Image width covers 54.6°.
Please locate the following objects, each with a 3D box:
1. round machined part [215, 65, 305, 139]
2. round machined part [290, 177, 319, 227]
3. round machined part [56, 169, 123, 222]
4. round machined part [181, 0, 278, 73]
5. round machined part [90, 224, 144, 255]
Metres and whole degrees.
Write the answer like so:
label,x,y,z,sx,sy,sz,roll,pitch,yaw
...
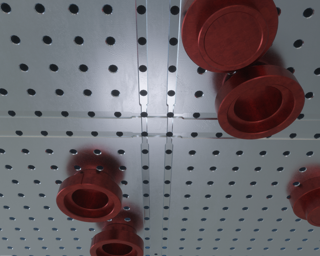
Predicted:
label,x,y,z,sx,sy,sz,roll,pitch,yaw
round machined part,0.114,-0.034,0.368,0.099,0.042,0.097,-3,135,-2
round machined part,0.270,0.126,0.510,0.099,0.042,0.097,0,130,0
round machined part,-0.108,0.103,0.487,0.099,0.042,0.097,0,130,0
round machined part,0.071,-0.098,0.317,0.099,0.042,0.097,0,130,0
round machined part,-0.079,0.217,0.584,0.099,0.042,0.097,0,130,0
